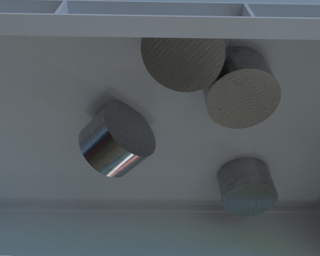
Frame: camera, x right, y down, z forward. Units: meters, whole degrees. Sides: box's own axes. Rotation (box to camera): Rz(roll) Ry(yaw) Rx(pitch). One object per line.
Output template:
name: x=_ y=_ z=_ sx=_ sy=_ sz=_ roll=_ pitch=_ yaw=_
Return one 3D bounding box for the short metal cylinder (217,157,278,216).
short metal cylinder: x=0.131 y=0.090 z=0.470 sx=0.081 sy=0.050 sz=0.079 roll=0 pitch=130 yaw=0

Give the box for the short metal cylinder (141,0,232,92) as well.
short metal cylinder: x=0.028 y=-0.082 z=0.307 sx=0.080 sy=0.050 sz=0.079 roll=10 pitch=124 yaw=15

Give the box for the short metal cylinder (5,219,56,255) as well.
short metal cylinder: x=-0.228 y=0.211 z=0.553 sx=0.081 sy=0.080 sz=0.050 roll=7 pitch=130 yaw=-6

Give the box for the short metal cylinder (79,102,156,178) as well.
short metal cylinder: x=-0.052 y=0.014 z=0.384 sx=0.080 sy=0.080 sz=0.050 roll=35 pitch=122 yaw=-26

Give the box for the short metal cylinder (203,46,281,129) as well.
short metal cylinder: x=0.090 y=-0.045 z=0.355 sx=0.081 sy=0.050 sz=0.079 roll=0 pitch=130 yaw=0
